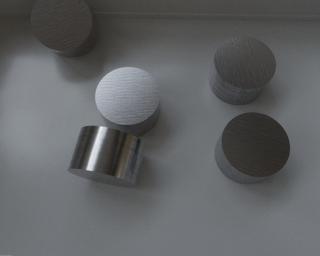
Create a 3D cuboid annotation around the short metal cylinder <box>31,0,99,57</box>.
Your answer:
[{"bbox_3d":[-0.130,-0.143,0.433,0.081,0.050,0.079,0,93,-1],"label":"short metal cylinder"}]

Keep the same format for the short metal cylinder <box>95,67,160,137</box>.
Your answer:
[{"bbox_3d":[-0.040,-0.033,0.408,0.081,0.050,0.080,0,70,0],"label":"short metal cylinder"}]

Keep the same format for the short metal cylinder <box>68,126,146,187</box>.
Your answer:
[{"bbox_3d":[-0.062,0.036,0.367,0.080,0.080,0.050,11,71,4],"label":"short metal cylinder"}]

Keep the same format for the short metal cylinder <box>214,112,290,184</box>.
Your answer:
[{"bbox_3d":[0.113,0.027,0.388,0.081,0.050,0.080,0,70,0],"label":"short metal cylinder"}]

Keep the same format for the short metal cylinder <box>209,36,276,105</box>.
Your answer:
[{"bbox_3d":[0.111,-0.078,0.426,0.081,0.050,0.080,0,70,0],"label":"short metal cylinder"}]
